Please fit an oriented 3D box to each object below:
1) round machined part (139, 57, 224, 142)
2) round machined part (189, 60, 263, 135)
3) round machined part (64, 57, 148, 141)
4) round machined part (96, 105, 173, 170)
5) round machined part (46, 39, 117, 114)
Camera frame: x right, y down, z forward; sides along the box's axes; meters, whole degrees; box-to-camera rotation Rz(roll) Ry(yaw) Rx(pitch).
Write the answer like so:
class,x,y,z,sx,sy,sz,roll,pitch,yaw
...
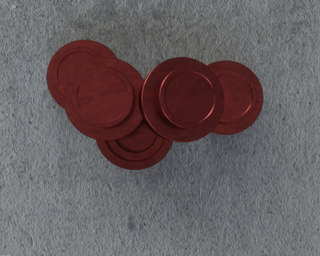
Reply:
class,x,y,z,sx,sy,sz,roll,pitch,yaw
round machined part,0.028,-0.033,0.351,0.099,0.042,0.097,0,89,-14
round machined part,0.086,-0.040,0.403,0.099,0.042,0.097,0,90,-1
round machined part,-0.063,-0.034,0.359,0.099,0.042,0.097,0,90,-1
round machined part,-0.031,0.003,0.402,0.099,0.042,0.097,0,90,-1
round machined part,-0.098,-0.066,0.401,0.099,0.042,0.097,0,90,-1
